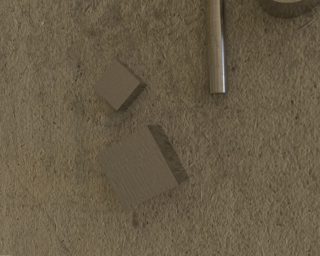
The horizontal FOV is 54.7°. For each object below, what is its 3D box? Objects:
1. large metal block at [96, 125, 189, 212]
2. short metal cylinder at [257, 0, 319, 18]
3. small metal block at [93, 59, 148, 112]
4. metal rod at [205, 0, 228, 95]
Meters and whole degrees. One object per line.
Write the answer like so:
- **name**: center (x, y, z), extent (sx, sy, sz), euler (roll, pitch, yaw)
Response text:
- **large metal block**: center (-0.022, 0.050, 0.403), extent (0.080, 0.050, 0.080), euler (-31, 80, 17)
- **short metal cylinder**: center (0.146, -0.170, 0.344), extent (0.080, 0.050, 0.079), euler (0, 90, 20)
- **small metal block**: center (-0.055, -0.058, 0.428), extent (0.050, 0.025, 0.050), euler (45, 104, 14)
- **metal rod**: center (0.068, -0.192, 0.384), extent (0.025, 0.025, 0.298), euler (-2, 89, 20)
